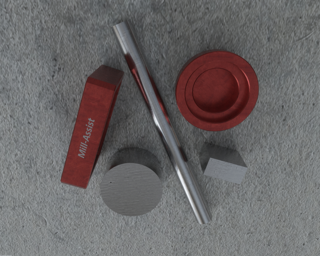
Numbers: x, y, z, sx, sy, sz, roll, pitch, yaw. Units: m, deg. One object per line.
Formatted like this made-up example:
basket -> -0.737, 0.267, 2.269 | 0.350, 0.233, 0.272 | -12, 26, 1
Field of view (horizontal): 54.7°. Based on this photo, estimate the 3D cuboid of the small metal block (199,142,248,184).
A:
small metal block -> 0.082, 0.046, 0.413 | 0.050, 0.050, 0.025 | 16, 109, -6

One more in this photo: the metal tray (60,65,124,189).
metal tray -> -0.080, -0.004, 0.374 | 0.030, 0.090, 0.129 | 17, 109, -7

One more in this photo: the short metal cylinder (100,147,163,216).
short metal cylinder -> -0.037, 0.072, 0.424 | 0.081, 0.050, 0.079 | 0, 110, -1

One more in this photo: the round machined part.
round machined part -> 0.067, -0.048, 0.385 | 0.099, 0.042, 0.097 | 0, 110, -1

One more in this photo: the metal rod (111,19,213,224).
metal rod -> 0.010, 0.006, 0.414 | 0.025, 0.025, 0.299 | -21, 109, 7
